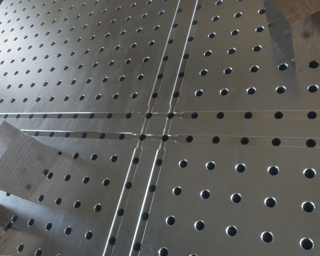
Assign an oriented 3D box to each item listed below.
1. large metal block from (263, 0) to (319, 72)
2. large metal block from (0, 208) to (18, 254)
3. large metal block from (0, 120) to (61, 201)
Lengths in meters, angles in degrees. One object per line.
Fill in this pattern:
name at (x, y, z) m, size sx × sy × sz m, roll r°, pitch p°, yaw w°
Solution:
large metal block at (0.164, -0.128, 0.365) m, size 0.050 × 0.080 × 0.080 m, roll -24°, pitch 53°, yaw 13°
large metal block at (-0.263, 0.151, 0.435) m, size 0.080 × 0.050 × 0.080 m, roll 28°, pitch 77°, yaw 37°
large metal block at (-0.209, 0.048, 0.451) m, size 0.050 × 0.080 × 0.080 m, roll 23°, pitch 74°, yaw 36°
